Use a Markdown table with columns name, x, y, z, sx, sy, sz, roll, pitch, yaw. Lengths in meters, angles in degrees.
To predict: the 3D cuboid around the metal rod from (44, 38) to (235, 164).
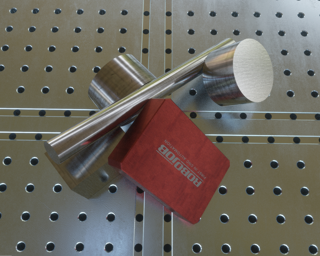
| name | x | y | z | sx | sy | sz | roll | pitch | yaw |
| --- | --- | --- | --- | --- | --- | --- | --- | --- | --- |
| metal rod | 0.001 | -0.049 | 0.373 | 0.025 | 0.025 | 0.302 | 45 | 55 | 14 |

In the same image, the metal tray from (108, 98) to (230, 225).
| name | x | y | z | sx | sy | sz | roll | pitch | yaw |
| --- | --- | --- | --- | --- | --- | --- | --- | --- | --- |
| metal tray | 0.017 | 0.039 | 0.353 | 0.130 | 0.030 | 0.090 | 44 | 70 | -30 |

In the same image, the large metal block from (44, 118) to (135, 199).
| name | x | y | z | sx | sy | sz | roll | pitch | yaw |
| --- | --- | --- | --- | --- | --- | --- | --- | --- | --- |
| large metal block | -0.076 | 0.034 | 0.368 | 0.080 | 0.080 | 0.050 | -38 | 75 | -13 |

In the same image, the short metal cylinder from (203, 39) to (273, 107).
| name | x | y | z | sx | sy | sz | roll | pitch | yaw |
| --- | --- | --- | --- | --- | --- | --- | --- | --- | --- |
| short metal cylinder | 0.102 | -0.070 | 0.404 | 0.081 | 0.050 | 0.080 | 3 | 84 | -37 |

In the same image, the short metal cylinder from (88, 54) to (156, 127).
| name | x | y | z | sx | sy | sz | roll | pitch | yaw |
| --- | --- | --- | --- | --- | --- | --- | --- | --- | --- |
| short metal cylinder | -0.044 | -0.048 | 0.399 | 0.080 | 0.080 | 0.050 | -42 | 76 | -14 |
